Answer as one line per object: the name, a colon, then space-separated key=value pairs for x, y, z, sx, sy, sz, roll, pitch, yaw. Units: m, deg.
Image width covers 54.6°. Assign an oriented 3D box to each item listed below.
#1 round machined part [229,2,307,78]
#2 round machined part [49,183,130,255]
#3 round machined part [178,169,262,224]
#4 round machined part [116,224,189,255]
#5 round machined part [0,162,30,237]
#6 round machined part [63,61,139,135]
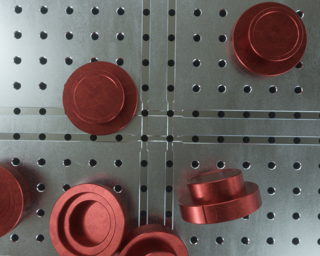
round machined part: x=0.144 y=-0.117 z=0.406 sx=0.099 sy=0.042 sz=0.097 roll=0 pitch=90 yaw=0
round machined part: x=-0.086 y=0.120 z=0.396 sx=0.098 sy=0.042 sz=0.098 roll=-3 pitch=78 yaw=12
round machined part: x=0.069 y=0.078 z=0.377 sx=0.098 sy=0.098 sz=0.042 roll=-13 pitch=90 yaw=0
round machined part: x=-0.009 y=0.176 z=0.391 sx=0.099 sy=0.042 sz=0.097 roll=-3 pitch=101 yaw=-15
round machined part: x=-0.218 y=0.091 z=0.404 sx=0.099 sy=0.042 sz=0.097 roll=0 pitch=90 yaw=0
round machined part: x=-0.078 y=-0.039 z=0.404 sx=0.099 sy=0.042 sz=0.097 roll=0 pitch=90 yaw=0
